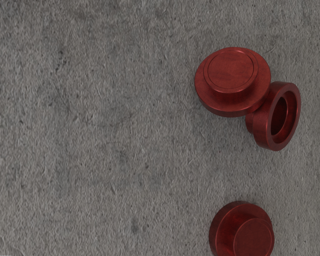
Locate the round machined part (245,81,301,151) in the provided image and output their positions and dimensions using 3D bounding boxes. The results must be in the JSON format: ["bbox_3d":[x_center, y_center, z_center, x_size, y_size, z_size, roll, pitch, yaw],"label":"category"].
[{"bbox_3d":[0.159,-0.019,0.445,0.099,0.042,0.097,-16,113,-40],"label":"round machined part"}]

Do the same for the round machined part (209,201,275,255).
[{"bbox_3d":[0.124,0.158,0.446,0.099,0.042,0.097,0,90,-20],"label":"round machined part"}]

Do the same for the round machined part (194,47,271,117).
[{"bbox_3d":[0.094,-0.066,0.406,0.098,0.042,0.098,-6,66,14],"label":"round machined part"}]
